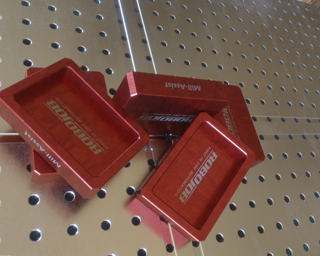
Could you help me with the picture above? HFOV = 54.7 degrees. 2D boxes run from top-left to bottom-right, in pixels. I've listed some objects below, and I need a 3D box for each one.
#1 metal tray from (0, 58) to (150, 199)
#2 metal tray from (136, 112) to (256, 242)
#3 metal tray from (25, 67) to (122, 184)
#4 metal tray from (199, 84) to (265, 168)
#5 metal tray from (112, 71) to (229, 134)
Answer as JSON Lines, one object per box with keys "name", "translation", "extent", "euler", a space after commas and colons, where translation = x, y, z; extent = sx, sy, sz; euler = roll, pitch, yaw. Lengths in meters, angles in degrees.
{"name": "metal tray", "translation": [-0.086, -0.004, 0.321], "extent": [0.130, 0.030, 0.090], "euler": [44, 50, 2]}
{"name": "metal tray", "translation": [0.046, 0.056, 0.373], "extent": [0.090, 0.030, 0.130], "euler": [40, 68, -2]}
{"name": "metal tray", "translation": [-0.102, -0.006, 0.355], "extent": [0.091, 0.030, 0.130], "euler": [-1, 63, -29]}
{"name": "metal tray", "translation": [0.094, -0.006, 0.460], "extent": [0.091, 0.030, 0.130], "euler": [3, 61, -27]}
{"name": "metal tray", "translation": [0.008, -0.026, 0.387], "extent": [0.131, 0.090, 0.030], "euler": [1, 61, -28]}
